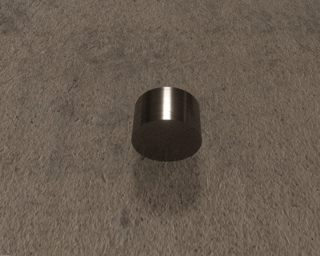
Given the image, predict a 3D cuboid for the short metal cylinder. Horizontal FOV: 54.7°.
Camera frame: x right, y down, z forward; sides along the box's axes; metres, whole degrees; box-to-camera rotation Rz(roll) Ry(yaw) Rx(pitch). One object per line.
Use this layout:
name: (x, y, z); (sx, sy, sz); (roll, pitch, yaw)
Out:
short metal cylinder: (0.008, -0.003, 0.370); (0.081, 0.080, 0.050); (1, 50, 1)
